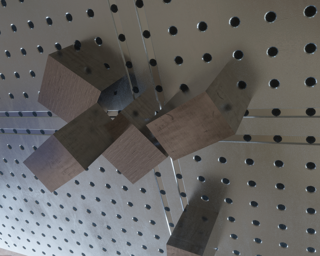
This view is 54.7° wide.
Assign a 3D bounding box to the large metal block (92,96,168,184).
[{"bbox_3d":[-0.032,0.018,0.421,0.080,0.050,0.080,45,129,-3],"label":"large metal block"}]

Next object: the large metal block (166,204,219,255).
[{"bbox_3d":[0.050,0.175,0.457,0.050,0.080,0.079,10,123,22],"label":"large metal block"}]

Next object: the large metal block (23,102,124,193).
[{"bbox_3d":[-0.105,0.024,0.379,0.080,0.080,0.050,-33,100,38],"label":"large metal block"}]

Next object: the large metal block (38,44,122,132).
[{"bbox_3d":[-0.109,-0.052,0.419,0.080,0.050,0.079,35,129,4],"label":"large metal block"}]

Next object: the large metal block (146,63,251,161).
[{"bbox_3d":[0.044,-0.018,0.340,0.080,0.080,0.050,-29,103,37],"label":"large metal block"}]
